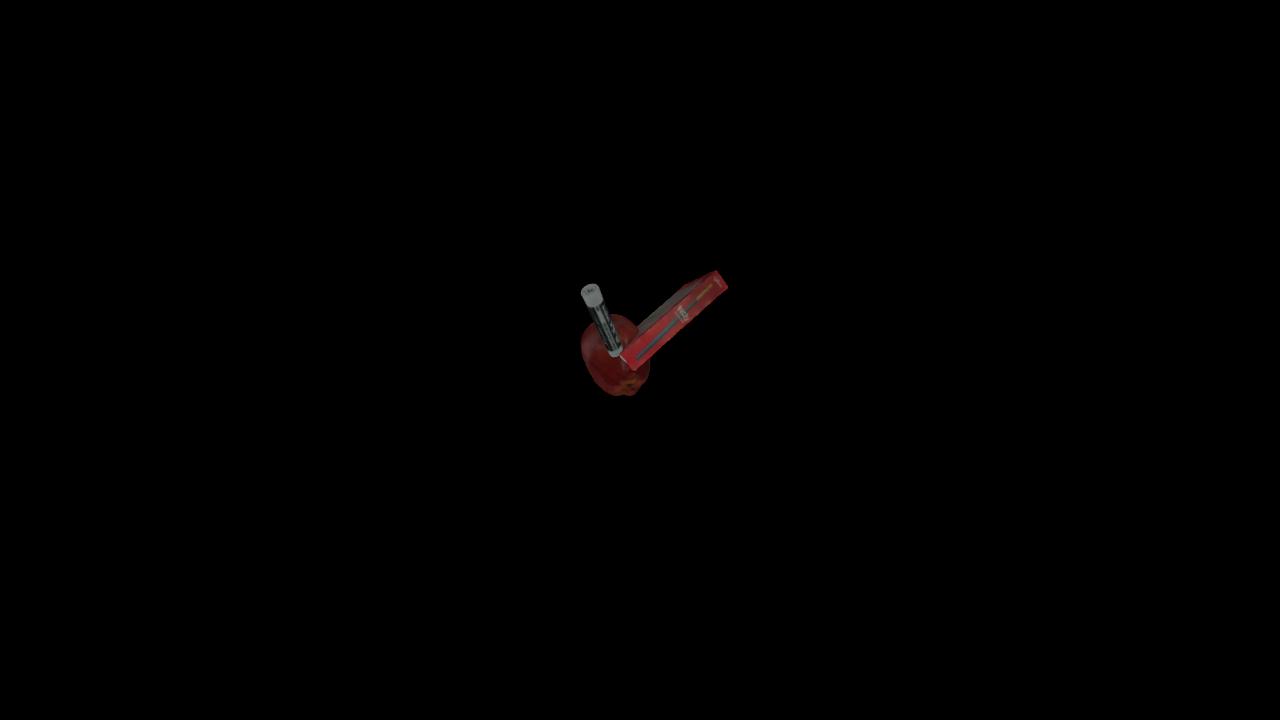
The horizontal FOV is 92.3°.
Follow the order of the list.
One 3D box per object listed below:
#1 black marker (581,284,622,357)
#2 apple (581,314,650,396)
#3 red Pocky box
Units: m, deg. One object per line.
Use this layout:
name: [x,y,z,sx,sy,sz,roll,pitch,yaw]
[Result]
black marker: [-0.033,-0.028,0.636,0.020,0.020,0.121,0,-42,21]
apple: [-0.026,-0.007,0.688,0.079,0.093,0.079,-13,-33,-8]
red Pocky box: [0.026,-0.041,0.706,0.155,0.028,0.083,-42,9,-19]
